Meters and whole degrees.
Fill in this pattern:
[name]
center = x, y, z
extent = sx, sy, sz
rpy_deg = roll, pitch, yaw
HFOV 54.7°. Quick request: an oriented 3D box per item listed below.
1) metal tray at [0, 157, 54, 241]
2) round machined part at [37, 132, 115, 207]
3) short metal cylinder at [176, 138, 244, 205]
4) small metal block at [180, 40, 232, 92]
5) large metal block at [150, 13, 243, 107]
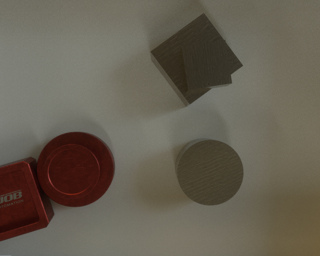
[metal tray]
center = -0.215, 0.099, 0.397
extent = 0.131, 0.030, 0.089
rpy_deg = -16, 97, -4
[round machined part]
center = -0.109, 0.054, 0.399
extent = 0.099, 0.042, 0.097
rpy_deg = 0, 89, -4
[short metal cylinder]
center = 0.061, 0.054, 0.400
extent = 0.081, 0.050, 0.079
rpy_deg = 0, 90, -1
[small metal block]
center = 0.053, -0.071, 0.362
extent = 0.050, 0.025, 0.050
rpy_deg = -9, 90, -1
[large metal block]
center = 0.045, -0.084, 0.400
extent = 0.080, 0.050, 0.080
rpy_deg = -36, 90, 0
